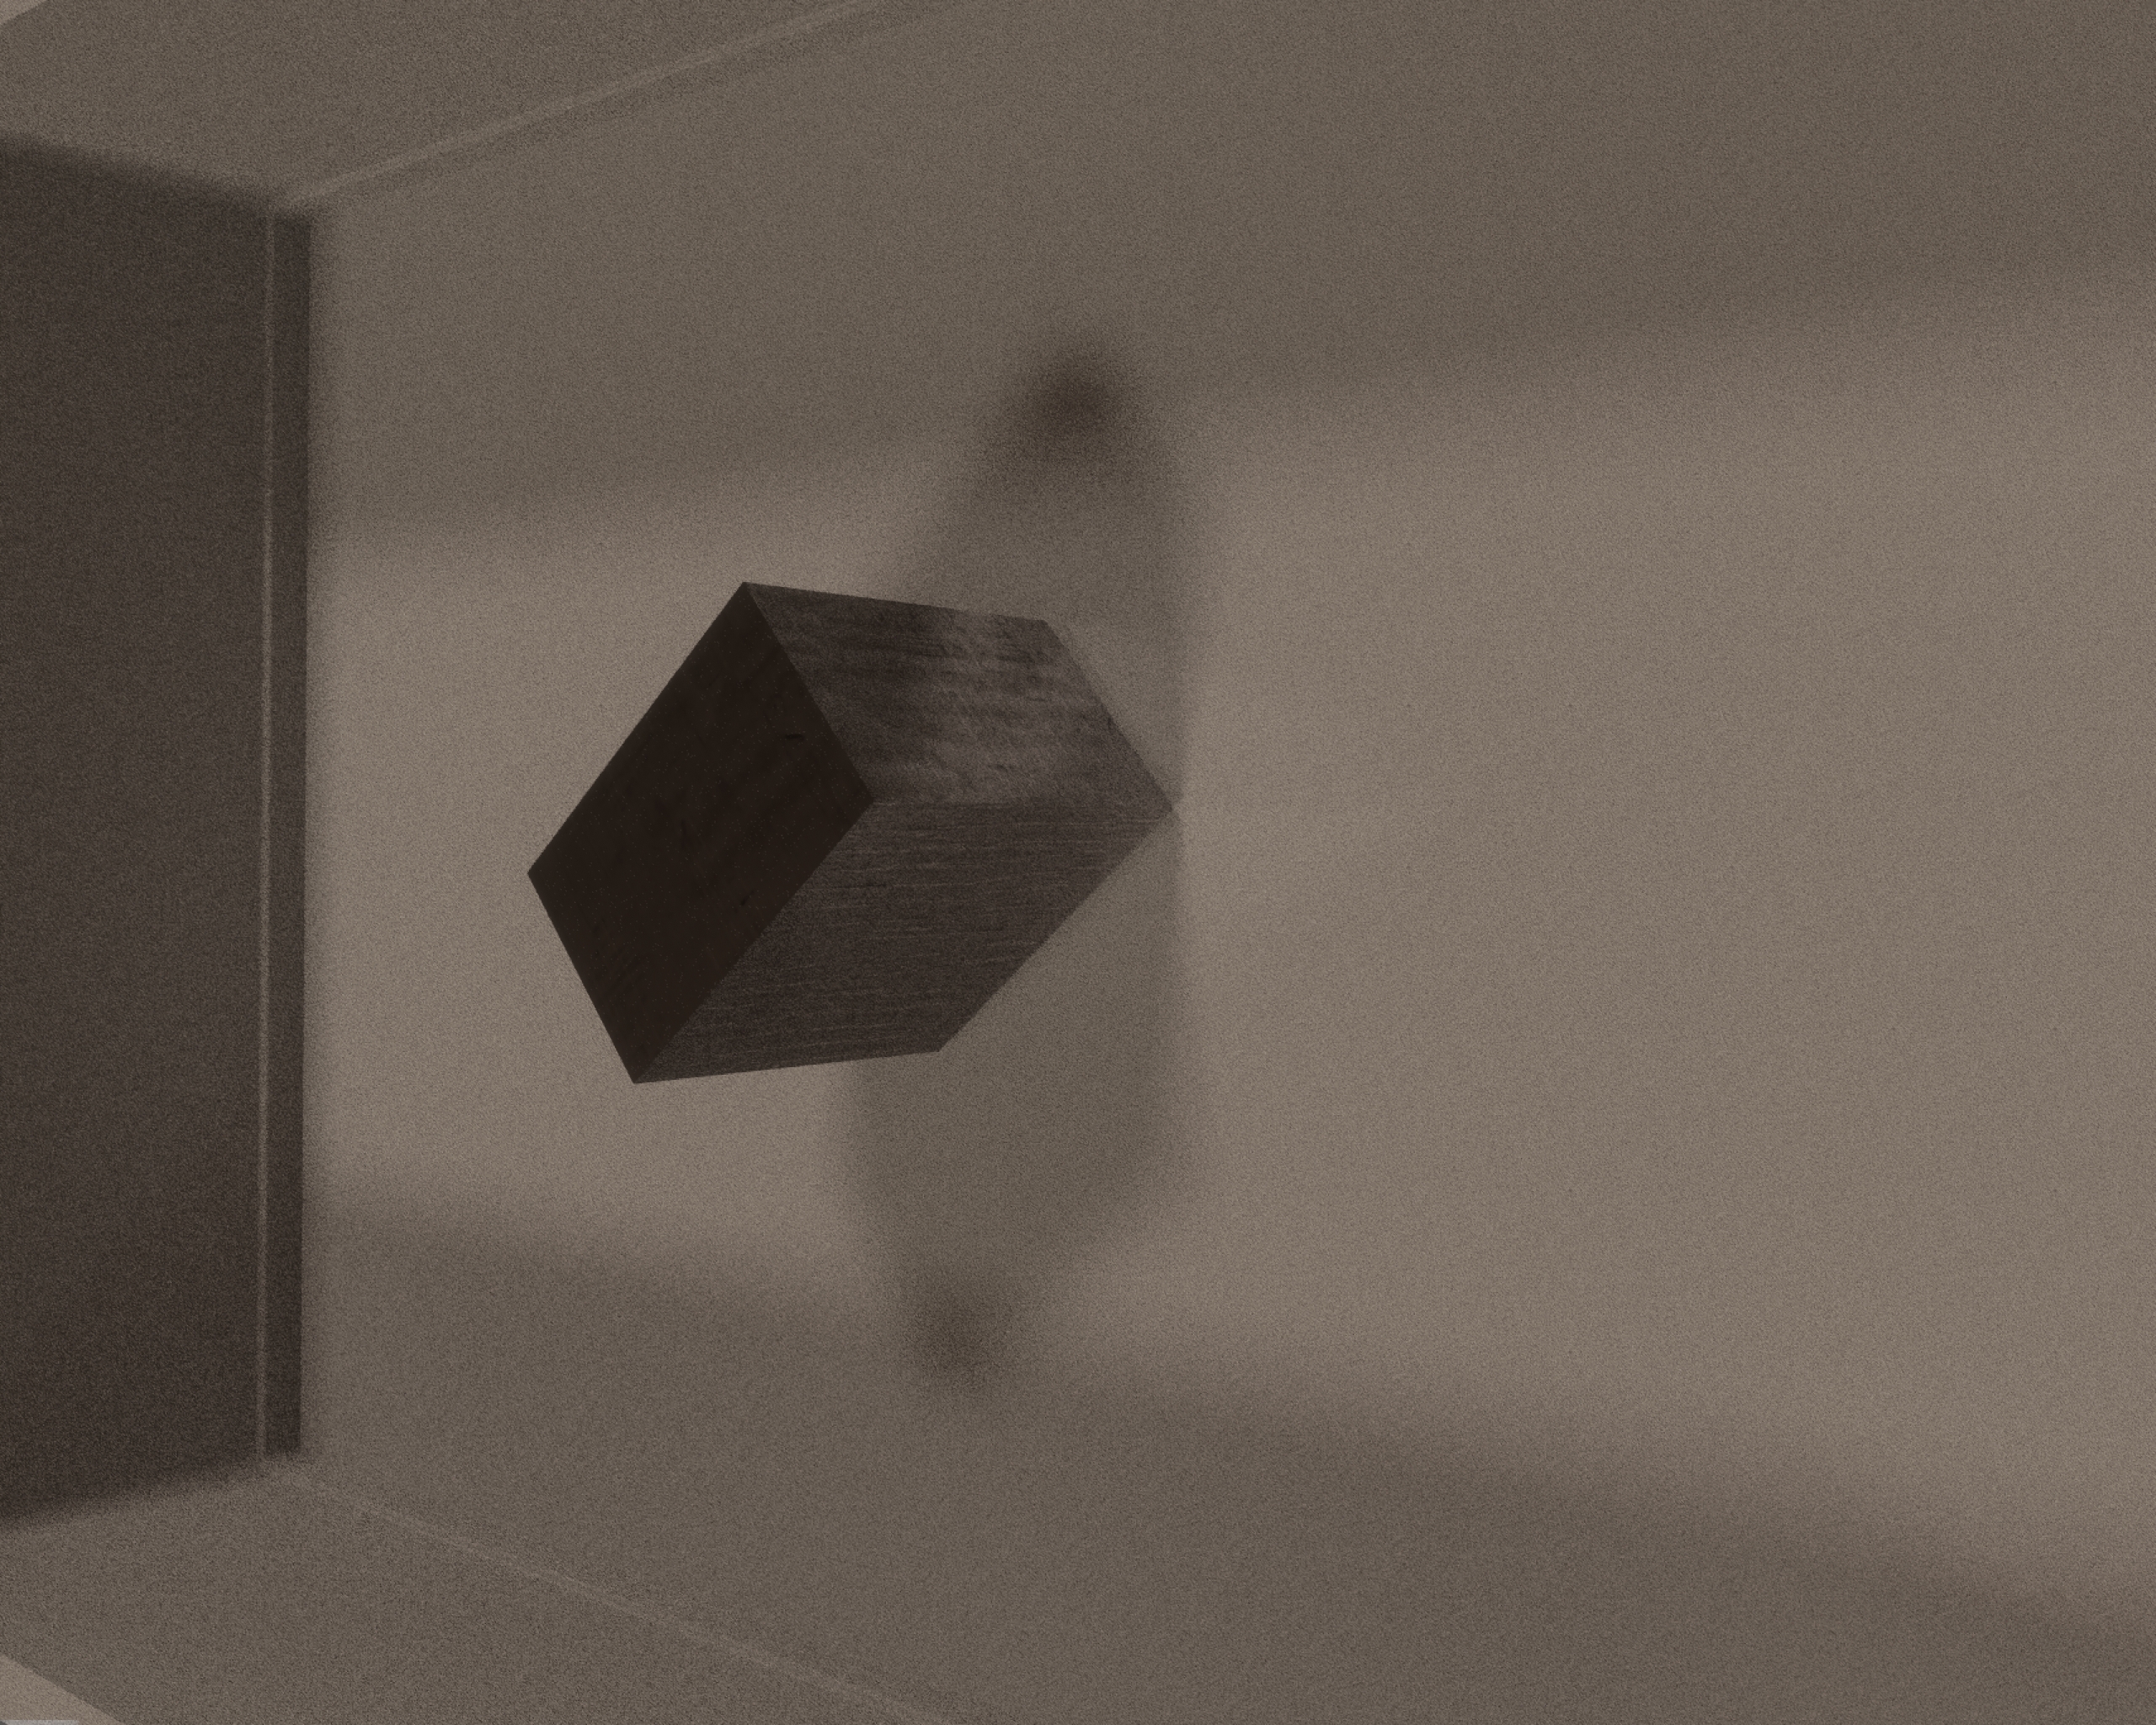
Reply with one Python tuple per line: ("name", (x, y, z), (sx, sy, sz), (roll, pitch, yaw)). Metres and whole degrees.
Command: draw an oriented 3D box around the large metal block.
("large metal block", (-0.044, -0.004, 0.401), (0.080, 0.081, 0.050), (-47, 62, 29))
